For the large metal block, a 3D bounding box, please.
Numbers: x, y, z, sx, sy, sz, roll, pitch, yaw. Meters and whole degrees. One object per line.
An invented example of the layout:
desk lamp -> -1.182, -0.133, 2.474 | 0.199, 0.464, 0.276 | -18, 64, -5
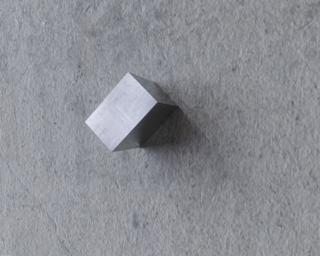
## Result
large metal block -> -0.032, -0.018, 0.392 | 0.080, 0.080, 0.050 | -47, 76, 14
